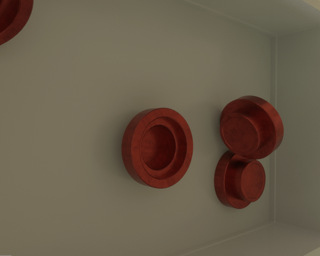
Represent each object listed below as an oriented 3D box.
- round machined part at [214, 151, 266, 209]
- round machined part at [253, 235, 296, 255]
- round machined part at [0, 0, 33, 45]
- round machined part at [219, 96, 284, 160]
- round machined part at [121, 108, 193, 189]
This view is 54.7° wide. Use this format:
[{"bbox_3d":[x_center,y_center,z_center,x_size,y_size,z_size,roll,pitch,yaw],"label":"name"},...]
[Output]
[{"bbox_3d":[0.137,0.085,0.511,0.099,0.042,0.097,0,90,-40],"label":"round machined part"},{"bbox_3d":[0.208,0.248,0.573,0.099,0.042,0.097,0,90,-40],"label":"round machined part"},{"bbox_3d":[-0.156,-0.110,0.241,0.099,0.097,0.042,-15,61,-39],"label":"round machined part"},{"bbox_3d":[0.130,0.003,0.468,0.042,0.098,0.097,-26,106,-37],"label":"round machined part"},{"bbox_3d":[-0.007,0.024,0.389,0.099,0.042,0.097,0,90,-40],"label":"round machined part"}]
